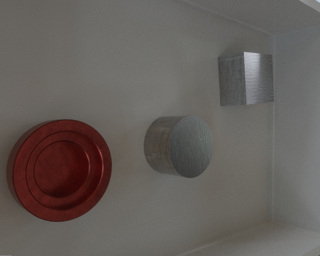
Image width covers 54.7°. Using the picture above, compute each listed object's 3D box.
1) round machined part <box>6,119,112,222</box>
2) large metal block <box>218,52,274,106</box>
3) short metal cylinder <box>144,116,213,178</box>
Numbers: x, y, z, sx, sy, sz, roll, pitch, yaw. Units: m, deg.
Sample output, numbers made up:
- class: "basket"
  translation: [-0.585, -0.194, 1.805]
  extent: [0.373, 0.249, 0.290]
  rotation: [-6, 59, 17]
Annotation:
- class: "round machined part"
  translation: [-0.102, 0.040, 0.312]
  extent: [0.099, 0.042, 0.097]
  rotation: [0, 90, -40]
- class: "large metal block"
  translation: [0.144, -0.079, 0.514]
  extent: [0.081, 0.050, 0.079]
  rotation: [-7, 95, -40]
- class: "short metal cylinder"
  translation: [0.026, 0.024, 0.414]
  extent: [0.081, 0.050, 0.079]
  rotation: [0, 90, -40]
